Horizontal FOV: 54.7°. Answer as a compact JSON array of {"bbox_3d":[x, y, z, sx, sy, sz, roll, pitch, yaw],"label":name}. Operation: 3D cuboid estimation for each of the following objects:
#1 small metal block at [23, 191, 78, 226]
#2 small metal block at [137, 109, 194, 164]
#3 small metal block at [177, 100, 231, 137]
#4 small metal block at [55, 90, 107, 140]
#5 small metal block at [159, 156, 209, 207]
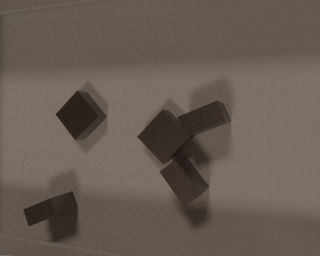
[{"bbox_3d":[-0.158,0.117,0.451,0.050,0.050,0.025,-24,82,18],"label":"small metal block"},{"bbox_3d":[0.008,0.011,0.407,0.050,0.025,0.050,46,104,14],"label":"small metal block"},{"bbox_3d":[0.055,-0.010,0.377,0.050,0.050,0.025,-22,83,18],"label":"small metal block"},{"bbox_3d":[-0.114,-0.018,0.449,0.050,0.025,0.050,-44,77,14],"label":"small metal block"},{"bbox_3d":[0.032,0.064,0.385,0.025,0.050,0.050,-40,78,16],"label":"small metal block"}]
